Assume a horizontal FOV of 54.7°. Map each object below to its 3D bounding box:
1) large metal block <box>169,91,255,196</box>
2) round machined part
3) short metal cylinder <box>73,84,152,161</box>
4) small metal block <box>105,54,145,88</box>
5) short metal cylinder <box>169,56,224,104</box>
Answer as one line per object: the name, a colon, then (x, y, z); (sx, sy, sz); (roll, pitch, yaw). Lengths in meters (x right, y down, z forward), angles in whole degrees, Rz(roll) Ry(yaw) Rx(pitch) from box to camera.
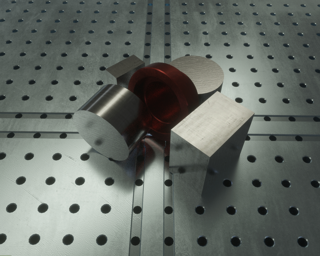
large metal block: (0.057, 0.018, 0.358); (0.050, 0.080, 0.080); (36, 58, 26)
round machined part: (0.009, -0.036, 0.391); (0.098, 0.097, 0.042); (34, 45, 24)
short metal cylinder: (-0.057, -0.006, 0.376); (0.080, 0.080, 0.050); (25, 54, 19)
small metal block: (-0.048, -0.071, 0.450); (0.050, 0.050, 0.025); (-35, 59, -26)
short metal cylinder: (0.047, -0.058, 0.440); (0.081, 0.050, 0.080); (0, 50, 0)
